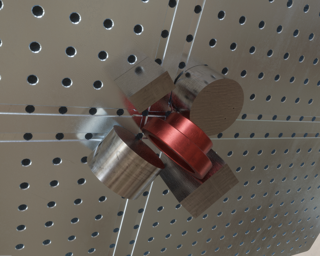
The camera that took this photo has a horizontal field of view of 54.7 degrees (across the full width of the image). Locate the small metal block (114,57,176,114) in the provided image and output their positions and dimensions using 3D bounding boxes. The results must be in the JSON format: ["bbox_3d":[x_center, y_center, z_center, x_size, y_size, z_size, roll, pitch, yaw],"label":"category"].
[{"bbox_3d":[-0.018,-0.050,0.355,0.050,0.050,0.025,-36,130,-5],"label":"small metal block"}]

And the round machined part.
[{"bbox_3d":[0.027,0.017,0.392,0.042,0.098,0.098,-50,130,-9],"label":"round machined part"}]

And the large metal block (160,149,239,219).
[{"bbox_3d":[0.051,0.067,0.448,0.080,0.080,0.050,-40,130,-2],"label":"large metal block"}]

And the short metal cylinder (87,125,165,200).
[{"bbox_3d":[-0.041,0.041,0.379,0.050,0.080,0.080,-50,129,6],"label":"short metal cylinder"}]

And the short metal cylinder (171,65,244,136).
[{"bbox_3d":[0.062,-0.036,0.408,0.081,0.050,0.079,-14,125,-21],"label":"short metal cylinder"}]
